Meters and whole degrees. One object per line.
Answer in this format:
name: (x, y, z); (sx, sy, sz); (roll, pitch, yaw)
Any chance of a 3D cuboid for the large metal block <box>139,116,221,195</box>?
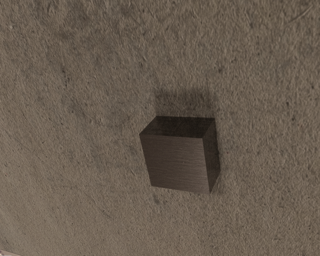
large metal block: (0.028, 0.032, 0.395); (0.080, 0.050, 0.079); (3, 120, 26)
